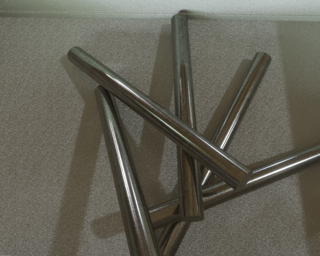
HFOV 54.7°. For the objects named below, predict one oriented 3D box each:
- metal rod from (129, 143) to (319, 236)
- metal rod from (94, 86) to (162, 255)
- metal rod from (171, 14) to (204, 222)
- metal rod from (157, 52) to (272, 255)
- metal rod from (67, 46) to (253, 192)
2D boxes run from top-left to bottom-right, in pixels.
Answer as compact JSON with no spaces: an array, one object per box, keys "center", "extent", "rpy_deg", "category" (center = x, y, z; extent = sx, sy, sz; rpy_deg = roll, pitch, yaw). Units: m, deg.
[{"center":[0.106,0.063,0.369],"extent":[0.302,0.025,0.025],"rpy_deg":[-18,71,-14],"category":"metal rod"},{"center":[-0.037,0.046,0.323],"extent":[0.025,0.025,0.300],"rpy_deg":[-17,44,-6],"category":"metal rod"},{"center":[0.031,-0.035,0.393],"extent":[0.025,0.025,0.299],"rpy_deg":[-1,59,0],"category":"metal rod"},{"center":[0.076,0.022,0.401],"extent":[0.025,0.025,0.300],"rpy_deg":[28,72,9],"category":"metal rod"},{"center":[-0.021,-0.028,0.372],"extent":[0.025,0.025,0.300],"rpy_deg":[-44,58,-14],"category":"metal rod"}]
